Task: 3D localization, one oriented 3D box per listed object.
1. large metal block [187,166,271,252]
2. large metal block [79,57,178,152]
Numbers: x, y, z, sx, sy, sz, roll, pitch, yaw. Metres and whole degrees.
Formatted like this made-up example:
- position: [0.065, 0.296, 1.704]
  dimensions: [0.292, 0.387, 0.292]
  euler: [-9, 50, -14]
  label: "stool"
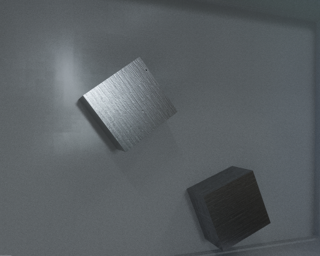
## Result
- position: [0.095, 0.109, 0.432]
  dimensions: [0.081, 0.050, 0.080]
  euler: [-23, 98, -19]
  label: "large metal block"
- position: [-0.040, -0.028, 0.382]
  dimensions: [0.080, 0.050, 0.080]
  euler: [-39, 103, -16]
  label: "large metal block"
